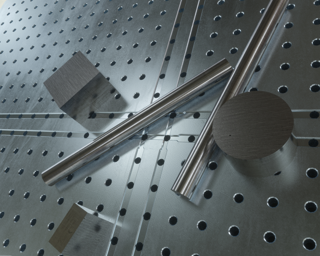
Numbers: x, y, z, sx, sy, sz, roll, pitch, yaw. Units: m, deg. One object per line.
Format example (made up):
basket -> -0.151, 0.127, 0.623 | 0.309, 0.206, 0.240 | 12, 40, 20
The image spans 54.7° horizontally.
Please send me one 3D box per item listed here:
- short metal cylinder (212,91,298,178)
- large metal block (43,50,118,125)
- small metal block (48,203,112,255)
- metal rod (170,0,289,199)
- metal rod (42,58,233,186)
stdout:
short metal cylinder -> 0.103, 0.007, 0.334 | 0.080, 0.050, 0.080 | -13, 56, 21
large metal block -> -0.129, -0.067, 0.501 | 0.080, 0.050, 0.080 | -43, 51, -1
small metal block -> -0.092, 0.123, 0.366 | 0.025, 0.050, 0.050 | 22, 74, 36
metal rod -> 0.095, -0.051, 0.389 | 0.025, 0.025, 0.300 | 19, 71, 35
metal rod -> -0.035, -0.005, 0.429 | 0.300, 0.025, 0.025 | -32, 52, 7
